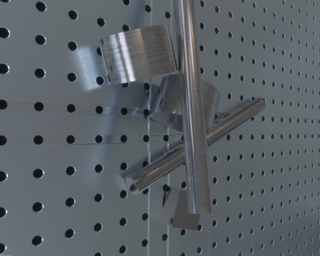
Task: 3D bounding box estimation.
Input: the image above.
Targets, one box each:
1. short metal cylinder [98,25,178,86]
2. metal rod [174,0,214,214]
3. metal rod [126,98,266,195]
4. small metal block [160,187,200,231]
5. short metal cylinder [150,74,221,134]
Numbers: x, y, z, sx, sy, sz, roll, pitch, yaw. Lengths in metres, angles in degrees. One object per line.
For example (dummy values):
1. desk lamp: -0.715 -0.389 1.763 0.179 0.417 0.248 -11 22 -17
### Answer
1. short metal cylinder: -0.024 -0.082 0.353 0.081 0.080 0.050 -22 104 -38
2. metal rod: 0.034 -0.057 0.354 0.025 0.025 0.299 10 71 -40
3. metal rod: 0.073 0.014 0.470 0.302 0.025 0.025 -28 108 -36
4. small metal block: 0.032 0.114 0.437 0.050 0.025 0.050 22 76 -38
5. short metal cylinder: 0.033 -0.028 0.401 0.080 0.080 0.050 27 73 -37
